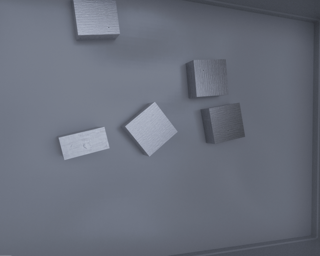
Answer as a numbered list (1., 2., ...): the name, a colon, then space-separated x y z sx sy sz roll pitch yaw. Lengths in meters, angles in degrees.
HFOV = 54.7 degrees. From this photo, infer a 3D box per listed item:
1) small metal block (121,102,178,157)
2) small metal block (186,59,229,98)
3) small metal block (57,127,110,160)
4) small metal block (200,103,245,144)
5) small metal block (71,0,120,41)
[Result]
1. small metal block: -0.014 0.001 0.406 0.050 0.025 0.050 -41 103 -16
2. small metal block: 0.066 -0.069 0.436 0.050 0.025 0.050 -6 92 -20
3. small metal block: -0.091 0.016 0.364 0.050 0.050 0.025 -14 95 -20
4. small metal block: 0.090 -0.007 0.445 0.050 0.025 0.050 -12 94 -20
5. small metal block: -0.080 -0.137 0.381 0.050 0.025 0.050 -8 93 -20
